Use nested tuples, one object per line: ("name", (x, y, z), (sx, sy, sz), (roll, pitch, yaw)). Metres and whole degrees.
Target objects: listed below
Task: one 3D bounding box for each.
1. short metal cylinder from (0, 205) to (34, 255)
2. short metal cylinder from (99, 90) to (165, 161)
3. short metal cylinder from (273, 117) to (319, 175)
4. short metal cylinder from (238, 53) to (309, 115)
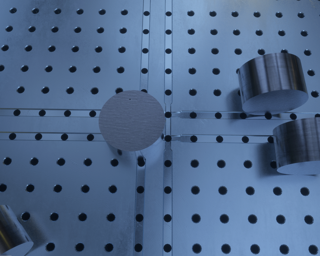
("short metal cylinder", (-0.187, 0.129, 0.333), (0.080, 0.080, 0.050), (-38, 75, -13))
("short metal cylinder", (-0.034, -0.002, 0.399), (0.081, 0.050, 0.080), (0, 70, -1))
("short metal cylinder", (0.182, 0.025, 0.376), (0.081, 0.080, 0.050), (1, 70, 0))
("short metal cylinder", (0.146, -0.055, 0.404), (0.081, 0.080, 0.050), (-2, 70, -1))
